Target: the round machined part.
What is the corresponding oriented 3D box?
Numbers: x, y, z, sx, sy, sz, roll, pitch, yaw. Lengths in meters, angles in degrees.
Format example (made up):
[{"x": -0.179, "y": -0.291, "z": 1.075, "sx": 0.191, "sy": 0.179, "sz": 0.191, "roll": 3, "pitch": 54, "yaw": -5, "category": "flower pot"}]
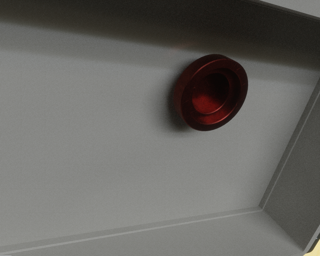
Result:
[{"x": 0.061, "y": -0.048, "z": 0.400, "sx": 0.099, "sy": 0.042, "sz": 0.097, "roll": -14, "pitch": 124, "yaw": -21, "category": "round machined part"}]
